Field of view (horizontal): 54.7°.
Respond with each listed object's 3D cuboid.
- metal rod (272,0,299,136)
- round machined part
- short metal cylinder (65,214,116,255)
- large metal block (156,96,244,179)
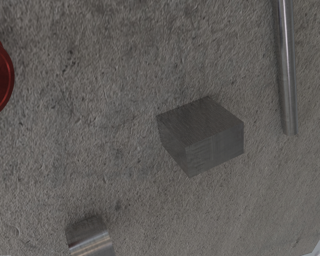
[{"bbox_3d":[0.179,-0.103,0.440,0.025,0.025,0.299,-30,129,-9],"label":"metal rod"},{"bbox_3d":[-0.158,-0.041,0.248,0.098,0.042,0.097,14,91,-76],"label":"round machined part"},{"bbox_3d":[-0.093,0.166,0.423,0.050,0.080,0.079,-18,126,-18],"label":"short metal cylinder"},{"bbox_3d":[0.051,0.008,0.405,0.081,0.080,0.050,-22,127,-15],"label":"large metal block"}]
